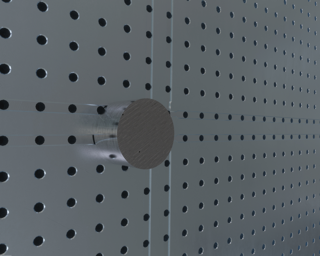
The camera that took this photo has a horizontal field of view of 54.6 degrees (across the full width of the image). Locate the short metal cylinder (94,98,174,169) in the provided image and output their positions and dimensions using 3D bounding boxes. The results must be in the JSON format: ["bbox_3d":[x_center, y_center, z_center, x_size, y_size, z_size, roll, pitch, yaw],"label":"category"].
[{"bbox_3d":[-0.030,0.006,0.367,0.081,0.050,0.080,0,90,-40],"label":"short metal cylinder"}]
